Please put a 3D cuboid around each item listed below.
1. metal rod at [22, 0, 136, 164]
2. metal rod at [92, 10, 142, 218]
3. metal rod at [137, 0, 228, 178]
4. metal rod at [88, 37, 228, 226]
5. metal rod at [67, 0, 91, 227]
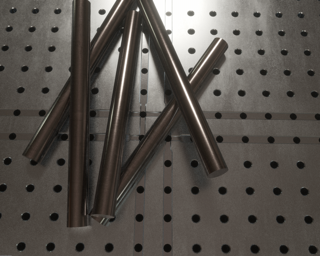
[{"bbox_3d":[-0.104,-0.089,0.442,0.025,0.025,0.300,22,71,7],"label":"metal rod"},{"bbox_3d":[-0.051,-0.036,0.409,0.025,0.025,0.299,4,64,1],"label":"metal rod"},{"bbox_3d":[0.020,-0.074,0.415,0.025,0.025,0.299,-16,62,-6],"label":"metal rod"},{"bbox_3d":[0.007,-0.007,0.414,0.025,0.025,0.300,32,73,10],"label":"metal rod"},{"bbox_3d":[-0.104,-0.029,0.401,0.025,0.025,0.299,-2,77,-1],"label":"metal rod"}]
